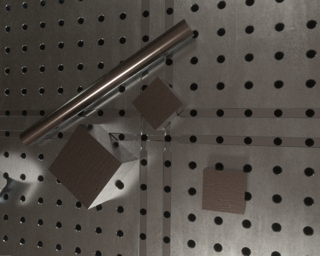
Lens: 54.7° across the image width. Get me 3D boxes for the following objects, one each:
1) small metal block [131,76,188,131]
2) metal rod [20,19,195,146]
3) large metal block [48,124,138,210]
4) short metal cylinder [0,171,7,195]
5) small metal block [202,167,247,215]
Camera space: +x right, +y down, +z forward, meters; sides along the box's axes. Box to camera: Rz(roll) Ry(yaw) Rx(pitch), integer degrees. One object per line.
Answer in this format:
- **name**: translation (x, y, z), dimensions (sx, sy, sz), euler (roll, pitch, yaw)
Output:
- **small metal block**: translation (0.000, -0.032, 0.412), dimensions (0.050, 0.025, 0.050), euler (-44, 77, 14)
- **metal rod**: translation (-0.085, -0.056, 0.441), dimensions (0.300, 0.025, 0.025), euler (-31, 80, 17)
- **large metal block**: translation (-0.092, 0.051, 0.431), dimensions (0.080, 0.050, 0.080), euler (40, 102, 15)
- **short metal cylinder**: translation (-0.292, 0.094, 0.484), dimensions (0.080, 0.080, 0.050), euler (35, 101, 16)
- **small metal block**: translation (0.080, 0.076, 0.384), dimensions (0.050, 0.025, 0.050), euler (2, 91, 19)
